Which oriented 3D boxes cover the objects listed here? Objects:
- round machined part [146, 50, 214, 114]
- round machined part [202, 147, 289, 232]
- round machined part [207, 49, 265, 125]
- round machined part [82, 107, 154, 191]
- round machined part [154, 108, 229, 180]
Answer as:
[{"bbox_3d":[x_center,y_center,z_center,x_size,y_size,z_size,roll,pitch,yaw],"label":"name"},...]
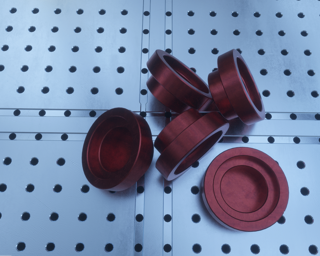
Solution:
[{"bbox_3d":[0.021,-0.055,0.404,0.098,0.098,0.042,46,112,14],"label":"round machined part"},{"bbox_3d":[0.100,0.075,0.376,0.099,0.042,0.098,0,70,-1],"label":"round machined part"},{"bbox_3d":[0.096,-0.049,0.401,0.042,0.098,0.098,-23,68,27],"label":"round machined part"},{"bbox_3d":[-0.046,0.027,0.375,0.098,0.042,0.098,-15,65,35],"label":"round machined part"},{"bbox_3d":[0.032,0.014,0.368,0.098,0.098,0.042,-38,72,-13],"label":"round machined part"}]
